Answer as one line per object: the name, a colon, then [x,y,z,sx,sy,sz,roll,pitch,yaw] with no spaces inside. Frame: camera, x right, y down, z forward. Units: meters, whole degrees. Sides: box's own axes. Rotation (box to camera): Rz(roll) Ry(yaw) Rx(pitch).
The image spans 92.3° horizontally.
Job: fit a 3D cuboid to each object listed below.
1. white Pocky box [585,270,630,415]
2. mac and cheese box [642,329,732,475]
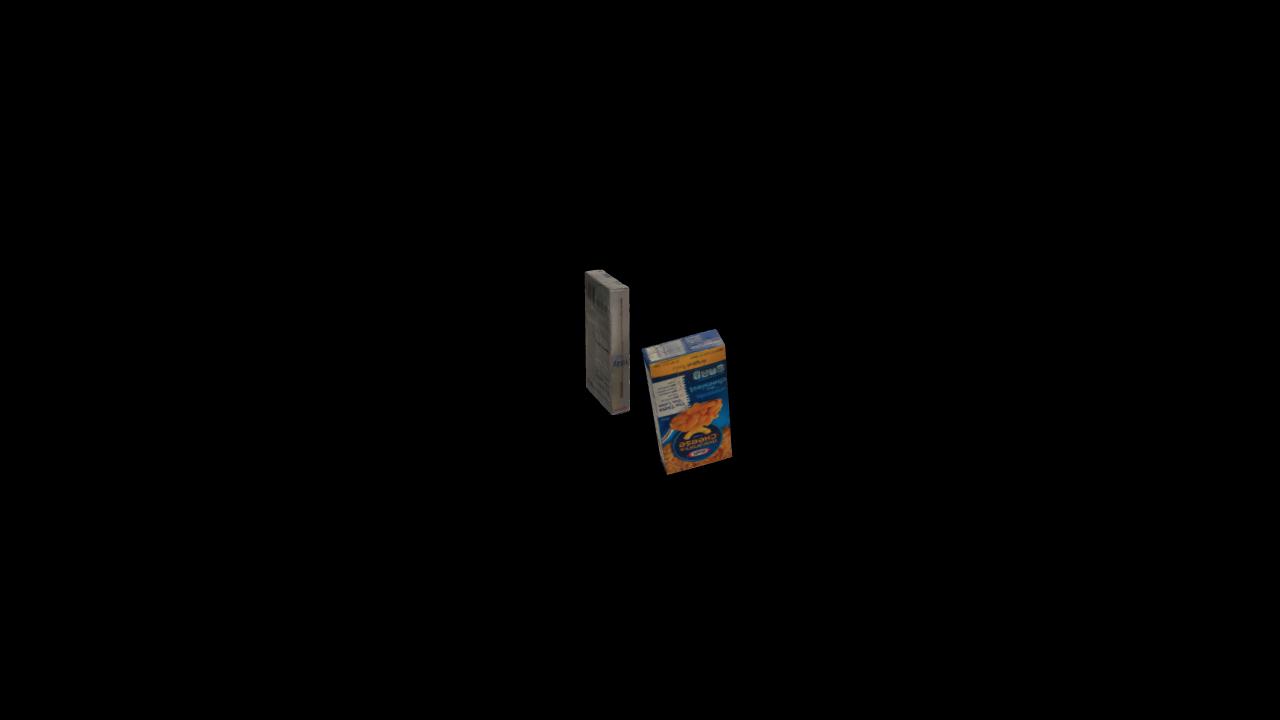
white Pocky box: [-0.040,-0.021,0.721,0.028,0.154,0.084,-10,26,-24]
mac and cheese box: [0.061,0.056,0.751,0.093,0.184,0.041,-16,37,-7]
